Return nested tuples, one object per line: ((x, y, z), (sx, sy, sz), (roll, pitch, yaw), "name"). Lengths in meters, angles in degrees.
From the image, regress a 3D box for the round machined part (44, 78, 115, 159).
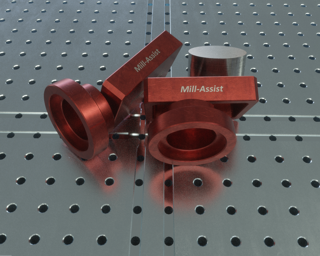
((-0.092, -0.014, 0.372), (0.098, 0.097, 0.042), (36, 51, 26), "round machined part")

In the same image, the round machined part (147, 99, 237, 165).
((0.035, 0.003, 0.356), (0.099, 0.098, 0.042), (-1, 57, -2), "round machined part")

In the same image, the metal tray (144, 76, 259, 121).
((0.046, -0.035, 0.392), (0.131, 0.090, 0.030), (-1, 78, -2), "metal tray")

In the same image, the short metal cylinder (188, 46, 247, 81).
((0.081, -0.085, 0.446), (0.081, 0.050, 0.080), (0, 26, 0), "short metal cylinder")

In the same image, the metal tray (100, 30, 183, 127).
((-0.029, -0.063, 0.414), (0.030, 0.090, 0.131), (40, 58, 3), "metal tray")
